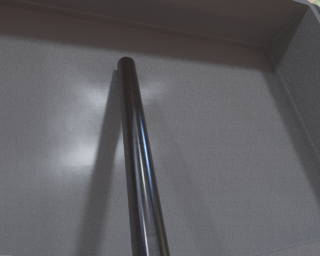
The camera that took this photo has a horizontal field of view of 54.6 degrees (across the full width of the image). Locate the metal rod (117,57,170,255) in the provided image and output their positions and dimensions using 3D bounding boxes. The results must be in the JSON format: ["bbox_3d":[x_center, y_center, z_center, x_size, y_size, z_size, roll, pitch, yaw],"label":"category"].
[{"bbox_3d":[-0.026,0.001,0.318,0.025,0.025,0.300,14,33,-20],"label":"metal rod"}]
